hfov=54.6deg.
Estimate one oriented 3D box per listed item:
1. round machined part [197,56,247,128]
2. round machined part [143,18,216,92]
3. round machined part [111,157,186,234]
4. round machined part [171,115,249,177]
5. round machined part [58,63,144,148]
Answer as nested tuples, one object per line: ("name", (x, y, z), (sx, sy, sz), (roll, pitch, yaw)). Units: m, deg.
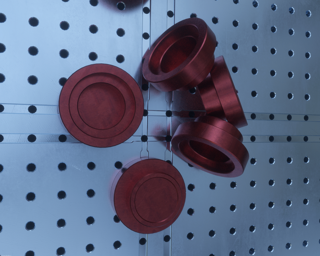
("round machined part", (0.080, -0.043, 0.413), (0.042, 0.098, 0.098), (-20, 98, 16))
("round machined part", (0.028, -0.085, 0.388), (0.042, 0.098, 0.098), (38, 77, -37))
("round machined part", (-0.011, 0.088, 0.400), (0.099, 0.042, 0.097), (0, 90, -20))
("round machined part", (0.067, 0.021, 0.400), (0.098, 0.098, 0.042), (37, 65, -17))
("round machined part", (-0.072, -0.026, 0.377), (0.099, 0.042, 0.097), (0, 90, -20))
